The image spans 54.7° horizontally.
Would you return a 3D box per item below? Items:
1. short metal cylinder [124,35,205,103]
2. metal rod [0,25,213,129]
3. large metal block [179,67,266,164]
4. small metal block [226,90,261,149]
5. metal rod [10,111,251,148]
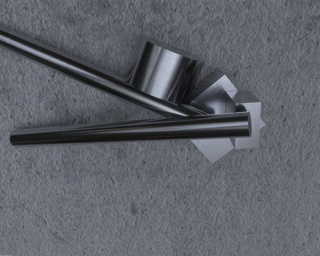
[{"bbox_3d":[0.005,-0.068,0.358,0.080,0.080,0.050,20,109,-8],"label":"short metal cylinder"},{"bbox_3d":[-0.076,-0.059,0.358,0.301,0.025,0.025,23,109,3],"label":"metal rod"},{"bbox_3d":[0.070,-0.016,0.391,0.080,0.050,0.080,-39,105,14],"label":"large metal block"},{"bbox_3d":[0.090,-0.011,0.339,0.025,0.050,0.050,-4,110,2],"label":"small metal block"},{"bbox_3d":[-0.052,0.005,0.355,0.301,0.025,0.025,-4,112,23],"label":"metal rod"}]
